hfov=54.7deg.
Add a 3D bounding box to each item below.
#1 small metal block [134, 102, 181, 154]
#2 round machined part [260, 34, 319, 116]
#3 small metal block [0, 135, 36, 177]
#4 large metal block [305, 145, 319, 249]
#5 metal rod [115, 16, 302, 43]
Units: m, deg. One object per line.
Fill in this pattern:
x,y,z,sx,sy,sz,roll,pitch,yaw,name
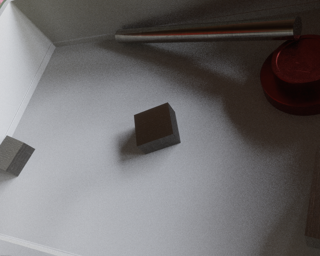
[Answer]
-0.004,0.001,0.406,0.050,0.025,0.050,-20,54,16,small metal block
0.164,-0.066,0.349,0.098,0.042,0.098,-13,56,20,round machined part
-0.239,0.044,0.501,0.050,0.025,0.050,15,69,33,small metal block
0.172,0.066,0.259,0.080,0.050,0.080,6,65,30,large metal block
0.041,-0.134,0.438,0.300,0.025,0.025,13,68,42,metal rod
